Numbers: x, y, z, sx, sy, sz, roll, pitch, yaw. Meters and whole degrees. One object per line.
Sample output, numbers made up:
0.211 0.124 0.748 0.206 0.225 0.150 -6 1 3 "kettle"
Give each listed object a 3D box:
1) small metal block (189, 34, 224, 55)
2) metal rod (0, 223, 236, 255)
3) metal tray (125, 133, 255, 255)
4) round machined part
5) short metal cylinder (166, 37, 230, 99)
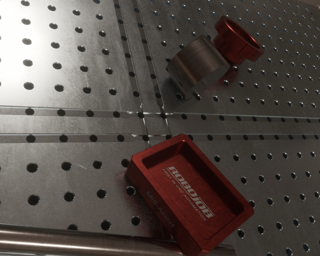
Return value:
0.072 -0.125 0.525 0.050 0.025 0.050 45 51 2 "small metal block"
-0.056 0.117 0.307 0.302 0.025 0.025 13 56 -21 "metal rod"
0.033 0.073 0.360 0.091 0.030 0.130 -23 61 -37 "metal tray"
0.134 -0.151 0.551 0.098 0.042 0.098 29 33 -21 "round machined part"
0.055 -0.087 0.458 0.081 0.080 0.050 -27 77 -37 "short metal cylinder"
